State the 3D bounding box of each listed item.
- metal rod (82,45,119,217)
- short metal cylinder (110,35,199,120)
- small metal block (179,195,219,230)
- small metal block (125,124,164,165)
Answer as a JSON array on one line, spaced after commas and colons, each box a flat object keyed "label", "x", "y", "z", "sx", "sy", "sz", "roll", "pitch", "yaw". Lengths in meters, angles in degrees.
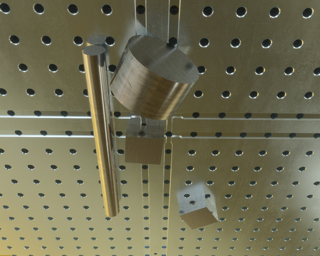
[{"label": "metal rod", "x": -0.077, "y": 0.028, "z": 0.434, "sx": 0.025, "sy": 0.025, "sz": 0.298, "roll": 1, "pitch": 130, "yaw": -1}, {"label": "short metal cylinder", "x": -0.006, "y": -0.054, "z": 0.329, "sx": 0.080, "sy": 0.080, "sz": 0.050, "roll": 20, "pitch": 127, "yaw": -17}, {"label": "small metal block", "x": 0.067, "y": 0.147, "z": 0.537, "sx": 0.050, "sy": 0.025, "sz": 0.050, "roll": -24, "pitch": 127, "yaw": 18}, {"label": "small metal block", "x": -0.022, "y": 0.023, "z": 0.431, "sx": 0.050, "sy": 0.025, "sz": 0.050, "roll": 4, "pitch": 130, "yaw": -4}]
